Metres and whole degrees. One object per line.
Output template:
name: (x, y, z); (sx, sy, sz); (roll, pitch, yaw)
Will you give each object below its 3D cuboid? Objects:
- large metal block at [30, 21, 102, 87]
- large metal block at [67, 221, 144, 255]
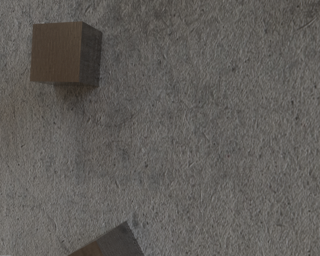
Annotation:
large metal block: (-0.133, -0.103, 0.443); (0.080, 0.050, 0.079); (4, 91, 20)
large metal block: (-0.062, 0.179, 0.402); (0.050, 0.080, 0.080); (-33, 80, 17)
